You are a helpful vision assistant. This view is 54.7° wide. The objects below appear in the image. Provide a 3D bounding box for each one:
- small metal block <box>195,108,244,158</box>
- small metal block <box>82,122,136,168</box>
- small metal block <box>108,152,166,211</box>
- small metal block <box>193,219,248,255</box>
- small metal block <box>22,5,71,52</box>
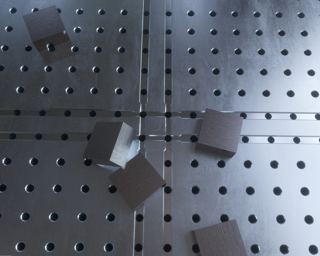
[{"bbox_3d":[0.078,0.007,0.410,0.050,0.025,0.050,15,71,5],"label":"small metal block"},{"bbox_3d":[-0.064,0.020,0.391,0.050,0.025,0.050,1,65,38],"label":"small metal block"},{"bbox_3d":[-0.028,0.067,0.387,0.050,0.025,0.050,-38,75,-13],"label":"small metal block"},{"bbox_3d":[0.070,0.139,0.362,0.050,0.025,0.050,-13,71,-5],"label":"small metal block"},{"bbox_3d":[-0.170,-0.149,0.464,0.050,0.025,0.050,-23,72,-9],"label":"small metal block"}]
